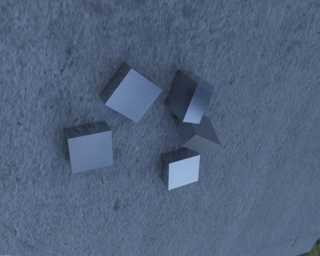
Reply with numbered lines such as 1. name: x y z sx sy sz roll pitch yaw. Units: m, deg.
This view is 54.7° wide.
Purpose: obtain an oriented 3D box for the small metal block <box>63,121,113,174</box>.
1. small metal block: -0.086 0.023 0.375 0.050 0.025 0.050 -11 124 -23

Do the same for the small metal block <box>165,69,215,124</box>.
1. small metal block: 0.035 -0.040 0.387 0.025 0.050 0.050 6 115 -32

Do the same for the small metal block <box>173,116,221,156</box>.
1. small metal block: 0.050 0.005 0.419 0.050 0.050 0.025 22 127 -37

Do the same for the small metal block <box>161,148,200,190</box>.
1. small metal block: 0.030 0.059 0.462 0.050 0.025 0.050 -13 124 -21

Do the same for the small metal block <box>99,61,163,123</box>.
1. small metal block: -0.034 -0.041 0.364 0.050 0.025 0.050 31 101 -38
